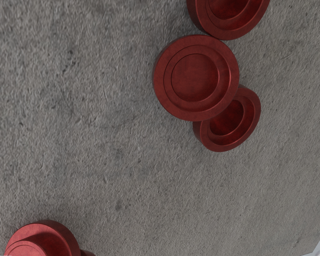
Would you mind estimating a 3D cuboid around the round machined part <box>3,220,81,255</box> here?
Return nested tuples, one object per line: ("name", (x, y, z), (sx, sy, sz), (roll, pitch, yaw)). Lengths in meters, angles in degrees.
("round machined part", (-0.150, 0.166, 0.377), (0.098, 0.098, 0.042), (-49, 165, 6))

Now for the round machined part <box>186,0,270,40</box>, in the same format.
("round machined part", (0.071, -0.151, 0.341), (0.099, 0.042, 0.097), (-14, 124, -21))

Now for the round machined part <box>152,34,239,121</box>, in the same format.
("round machined part", (0.039, -0.060, 0.366), (0.099, 0.042, 0.097), (-2, 107, -7))

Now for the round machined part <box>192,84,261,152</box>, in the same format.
("round machined part", (0.088, -0.018, 0.432), (0.099, 0.042, 0.097), (-14, 124, -21))

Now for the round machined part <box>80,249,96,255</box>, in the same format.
("round machined part", (-0.129, 0.216, 0.423), (0.098, 0.098, 0.042), (-49, 129, 6))
